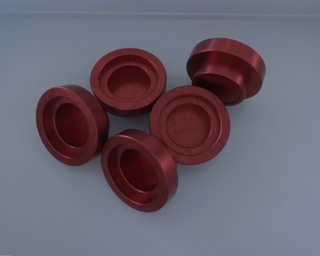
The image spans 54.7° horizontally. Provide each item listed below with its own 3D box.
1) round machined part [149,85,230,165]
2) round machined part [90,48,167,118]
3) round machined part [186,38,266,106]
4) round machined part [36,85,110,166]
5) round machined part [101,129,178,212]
[{"bbox_3d":[0.036,-0.002,0.395,0.099,0.042,0.097,0,82,-2],"label":"round machined part"},{"bbox_3d":[-0.041,-0.056,0.417,0.099,0.042,0.098,0,63,-1],"label":"round machined part"},{"bbox_3d":[0.079,-0.064,0.393,0.098,0.098,0.042,21,67,7],"label":"round machined part"},{"bbox_3d":[-0.103,-0.006,0.384,0.098,0.097,0.042,41,31,13],"label":"round machined part"},{"bbox_3d":[-0.020,0.045,0.364,0.098,0.097,0.042,42,41,14],"label":"round machined part"}]
